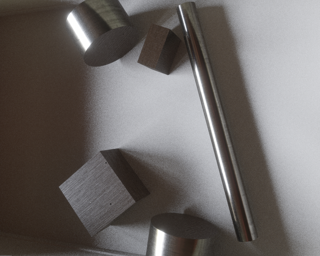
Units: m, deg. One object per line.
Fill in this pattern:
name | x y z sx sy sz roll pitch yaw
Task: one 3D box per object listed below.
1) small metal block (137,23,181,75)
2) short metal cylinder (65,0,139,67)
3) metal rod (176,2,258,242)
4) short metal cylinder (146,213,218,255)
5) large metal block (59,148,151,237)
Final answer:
small metal block | 0.000 -0.099 0.396 0.025 0.050 0.050 23 98 18
short metal cylinder | -0.075 -0.125 0.407 0.080 0.080 0.050 -35 79 16
metal rod | 0.069 -0.012 0.385 0.025 0.025 0.298 -16 85 19
short metal cylinder | 0.025 0.140 0.372 0.080 0.080 0.050 9 93 19
large metal block | -0.075 0.085 0.422 0.080 0.050 0.080 -41 78 15
